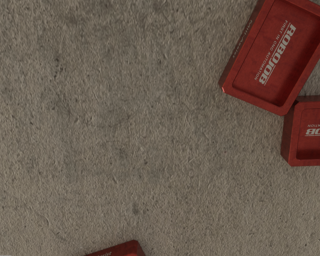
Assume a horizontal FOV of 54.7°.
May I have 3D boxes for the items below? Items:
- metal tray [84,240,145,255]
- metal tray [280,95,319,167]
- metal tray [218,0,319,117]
[{"bbox_3d":[-0.081,0.240,0.494,0.130,0.030,0.090,-20,109,7],"label":"metal tray"},{"bbox_3d":[0.234,0.003,0.409,0.131,0.030,0.089,-2,110,0],"label":"metal tray"},{"bbox_3d":[0.140,-0.089,0.375,0.090,0.030,0.129,21,109,-8],"label":"metal tray"}]
